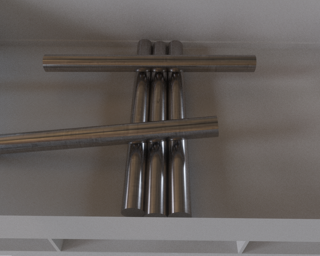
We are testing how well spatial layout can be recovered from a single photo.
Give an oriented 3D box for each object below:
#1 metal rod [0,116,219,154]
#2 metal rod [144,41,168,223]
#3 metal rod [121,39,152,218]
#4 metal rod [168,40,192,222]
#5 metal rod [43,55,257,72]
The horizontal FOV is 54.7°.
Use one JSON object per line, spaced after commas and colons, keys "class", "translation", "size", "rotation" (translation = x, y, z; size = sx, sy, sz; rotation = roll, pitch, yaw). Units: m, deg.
{"class": "metal rod", "translation": [-0.083, 0.011, 0.370], "size": [0.302, 0.025, 0.025], "rotation": [-5, 50, 5]}
{"class": "metal rod", "translation": [-0.002, -0.020, 0.421], "size": [0.025, 0.025, 0.300], "rotation": [1, 50, 1]}
{"class": "metal rod", "translation": [-0.027, -0.025, 0.425], "size": [0.025, 0.025, 0.300], "rotation": [1, 50, 0]}
{"class": "metal rod", "translation": [0.023, -0.021, 0.421], "size": [0.025, 0.025, 0.300], "rotation": [1, 50, 1]}
{"class": "metal rod", "translation": [-0.015, -0.094, 0.449], "size": [0.302, 0.025, 0.025], "rotation": [0, 50, 0]}
